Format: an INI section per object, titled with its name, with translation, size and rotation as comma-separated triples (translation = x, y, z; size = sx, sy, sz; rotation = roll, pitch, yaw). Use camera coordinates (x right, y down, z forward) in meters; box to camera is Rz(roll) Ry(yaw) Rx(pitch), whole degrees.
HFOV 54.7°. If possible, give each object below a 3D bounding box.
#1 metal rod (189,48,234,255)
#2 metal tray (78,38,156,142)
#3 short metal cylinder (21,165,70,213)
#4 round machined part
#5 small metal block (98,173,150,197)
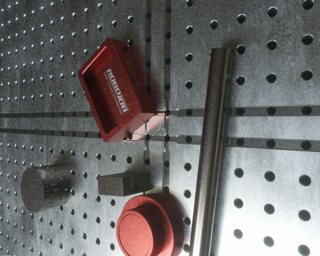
[metal rod]
translation = 0.056, 0.060, 0.361
size = 0.025, 0.025, 0.298
rotation = 9, 96, 39
[metal tray]
translation = -0.068, -0.055, 0.459
size = 0.090, 0.030, 0.130
rotation = -38, 67, 33
[short metal cylinder]
translation = -0.209, 0.109, 0.562
size = 0.080, 0.050, 0.079
rotation = 0, 90, 39
[round machined part]
translation = -0.020, 0.139, 0.413
size = 0.098, 0.042, 0.097
rotation = 0, 90, 39
[small metal block]
translation = -0.051, 0.078, 0.433
size = 0.050, 0.050, 0.025
rotation = -6, 86, 39
